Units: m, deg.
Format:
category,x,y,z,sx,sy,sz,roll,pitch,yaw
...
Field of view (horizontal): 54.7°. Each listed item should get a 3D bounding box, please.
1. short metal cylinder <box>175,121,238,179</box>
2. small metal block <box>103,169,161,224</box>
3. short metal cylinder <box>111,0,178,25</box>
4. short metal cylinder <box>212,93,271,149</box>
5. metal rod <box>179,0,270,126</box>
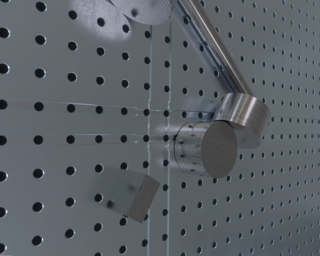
category,x,y,z,sx,sy,sz,roll,pitch,yaw
short metal cylinder,0.068,0.030,0.450,0.081,0.050,0.079,-1,91,-41
small metal block,-0.034,0.079,0.365,0.025,0.050,0.050,40,66,-33
short metal cylinder,-0.016,-0.167,0.360,0.080,0.080,0.050,36,68,-35
short metal cylinder,0.123,-0.010,0.477,0.080,0.080,0.050,42,65,-32
metal rod,0.105,-0.108,0.496,0.300,0.025,0.025,50,61,-29
